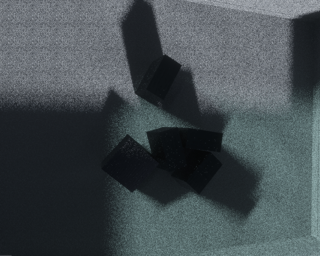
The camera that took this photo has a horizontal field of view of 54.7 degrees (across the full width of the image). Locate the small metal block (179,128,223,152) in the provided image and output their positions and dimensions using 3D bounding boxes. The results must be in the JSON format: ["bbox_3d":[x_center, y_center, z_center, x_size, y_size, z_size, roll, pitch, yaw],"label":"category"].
[{"bbox_3d":[0.048,0.015,0.416,0.050,0.050,0.025,9,87,-20],"label":"small metal block"}]

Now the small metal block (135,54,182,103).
[{"bbox_3d":[-0.003,-0.062,0.397,0.025,0.050,0.050,31,80,-18],"label":"small metal block"}]

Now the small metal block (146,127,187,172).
[{"bbox_3d":[0.008,0.026,0.401,0.025,0.050,0.050,-16,96,-20],"label":"small metal block"}]

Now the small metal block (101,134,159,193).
[{"bbox_3d":[-0.038,0.044,0.391,0.050,0.025,0.050,42,91,-16],"label":"small metal block"}]

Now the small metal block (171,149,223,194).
[{"bbox_3d":[0.048,0.057,0.416,0.025,0.050,0.050,45,76,-15],"label":"small metal block"}]
